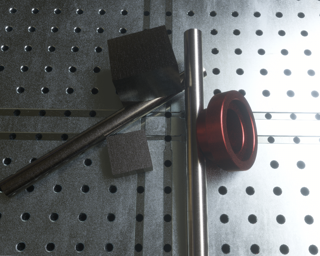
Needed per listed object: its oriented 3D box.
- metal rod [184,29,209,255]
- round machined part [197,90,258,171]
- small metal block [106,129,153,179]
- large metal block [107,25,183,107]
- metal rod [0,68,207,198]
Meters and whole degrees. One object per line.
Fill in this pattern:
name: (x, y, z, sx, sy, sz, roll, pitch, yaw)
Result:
metal rod: (0.045, 0.015, 0.390, 0.025, 0.025, 0.299, 0, 76, 0)
round machined part: (0.081, 0.005, 0.383, 0.042, 0.098, 0.098, -11, 65, 38)
small metal block: (-0.039, 0.034, 0.399, 0.050, 0.025, 0.050, -12, 71, -5)
large metal block: (-0.021, -0.083, 0.412, 0.080, 0.050, 0.080, -14, 53, 2)
metal rod: (-0.065, -0.003, 0.412, 0.301, 0.025, 0.025, -32, 74, -12)
